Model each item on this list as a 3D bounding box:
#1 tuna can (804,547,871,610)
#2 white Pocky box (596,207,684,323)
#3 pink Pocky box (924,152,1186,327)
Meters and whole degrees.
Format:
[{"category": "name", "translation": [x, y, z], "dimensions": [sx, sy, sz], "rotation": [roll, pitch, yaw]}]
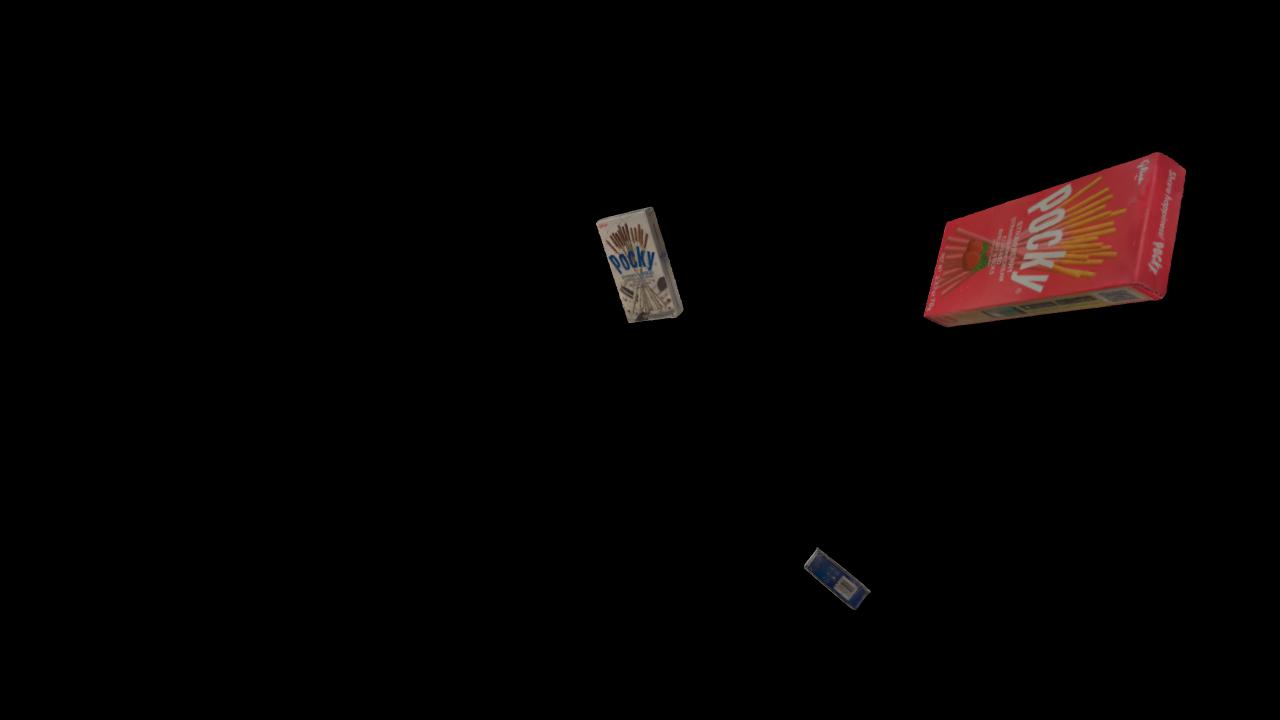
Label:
[{"category": "tuna can", "translation": [0.260, 0.289, 0.814], "dimensions": [0.084, 0.034, 0.084], "rotation": [39, -4, 3]}, {"category": "white Pocky box", "translation": [0.001, -0.129, 0.857], "dimensions": [0.084, 0.154, 0.028], "rotation": [-5, 25, 32]}, {"category": "pink Pocky box", "translation": [0.269, -0.072, 0.417], "dimensions": [0.029, 0.084, 0.155], "rotation": [20, -10, -18]}]
